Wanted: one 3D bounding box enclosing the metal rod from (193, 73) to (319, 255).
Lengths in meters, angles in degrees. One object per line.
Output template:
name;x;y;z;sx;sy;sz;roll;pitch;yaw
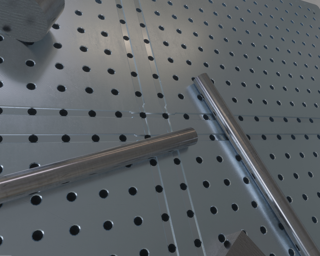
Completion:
metal rod;0.134;0.047;0.451;0.025;0.025;0.299;-18;71;-35

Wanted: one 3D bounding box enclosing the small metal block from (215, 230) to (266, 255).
small metal block;0.095;0.158;0.362;0.050;0.025;0.050;48;51;5

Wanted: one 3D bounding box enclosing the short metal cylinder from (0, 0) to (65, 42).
short metal cylinder;-0.165;-0.153;0.377;0.080;0.080;0.050;25;53;-13

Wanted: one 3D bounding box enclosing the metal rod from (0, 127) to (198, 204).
metal rod;-0.079;0.041;0.340;0.303;0.025;0.025;-14;69;-34
